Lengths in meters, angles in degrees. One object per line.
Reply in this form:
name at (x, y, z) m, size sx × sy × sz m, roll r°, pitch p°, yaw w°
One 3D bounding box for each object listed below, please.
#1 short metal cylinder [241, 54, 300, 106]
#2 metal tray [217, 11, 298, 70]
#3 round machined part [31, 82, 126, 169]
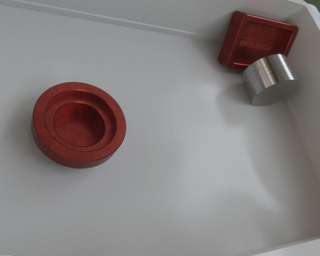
short metal cylinder at (0.185, -0.078, 0.521) m, size 0.081 × 0.080 × 0.050 m, roll -3°, pitch 63°, yaw -30°
metal tray at (0.174, -0.148, 0.549) m, size 0.131 × 0.089 × 0.030 m, roll 0°, pitch 30°, yaw -29°
round machined part at (-0.091, 0.000, 0.346) m, size 0.099 × 0.042 × 0.098 m, roll 14°, pitch 56°, yaw -21°
